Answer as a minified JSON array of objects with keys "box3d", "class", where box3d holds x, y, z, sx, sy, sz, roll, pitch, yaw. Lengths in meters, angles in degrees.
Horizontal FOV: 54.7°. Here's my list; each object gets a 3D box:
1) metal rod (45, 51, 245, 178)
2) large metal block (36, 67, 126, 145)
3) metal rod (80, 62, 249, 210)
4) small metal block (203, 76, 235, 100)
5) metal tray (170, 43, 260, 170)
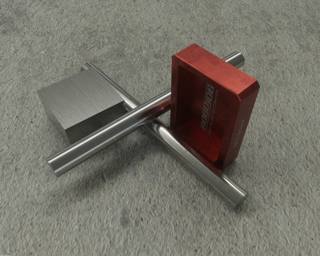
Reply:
[{"box3d":[-0.001,-0.029,0.396,0.302,0.025,0.025,-32,57,-25],"class":"metal rod"},{"box3d":[-0.100,-0.025,0.407,0.081,0.050,0.080,-30,56,-23],"class":"large metal block"},{"box3d":[-0.012,-0.005,0.409,0.025,0.025,0.300,-35,58,-26],"class":"metal rod"},{"box3d":[0.083,-0.054,0.451,0.050,0.025,0.050,-29,56,-22],"class":"small metal block"},{"box3d":[0.054,-0.019,0.352,0.030,0.129,0.090,-36,59,-25],"class":"metal tray"}]
